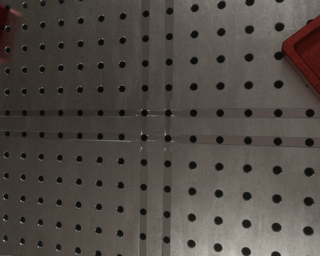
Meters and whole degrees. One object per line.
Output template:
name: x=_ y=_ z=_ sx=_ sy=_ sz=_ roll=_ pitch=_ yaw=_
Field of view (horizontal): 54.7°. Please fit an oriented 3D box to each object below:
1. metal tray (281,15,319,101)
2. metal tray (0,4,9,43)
metal tray: x=0.209 y=-0.066 z=0.336 sx=0.090 sy=0.030 sz=0.130 roll=-37 pitch=79 yaw=16
metal tray: x=-0.325 y=-0.178 z=0.522 sx=0.130 sy=0.030 sz=0.089 roll=20 pitch=97 yaw=18
